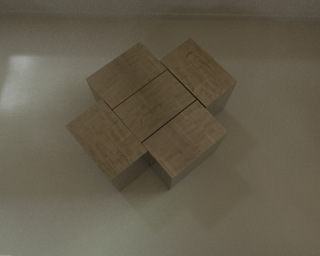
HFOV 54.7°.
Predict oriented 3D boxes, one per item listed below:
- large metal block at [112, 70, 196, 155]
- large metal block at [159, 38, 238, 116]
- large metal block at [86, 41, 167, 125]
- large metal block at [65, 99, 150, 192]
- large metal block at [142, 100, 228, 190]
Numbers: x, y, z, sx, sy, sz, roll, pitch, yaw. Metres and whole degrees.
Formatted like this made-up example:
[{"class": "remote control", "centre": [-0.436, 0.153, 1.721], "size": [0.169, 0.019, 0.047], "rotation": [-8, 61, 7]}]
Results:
[{"class": "large metal block", "centre": [-0.006, -0.013, 0.384], "size": [0.080, 0.080, 0.050], "rotation": [-38, 75, -13]}, {"class": "large metal block", "centre": [0.044, -0.054, 0.400], "size": [0.050, 0.080, 0.080], "rotation": [-39, 75, -13]}, {"class": "large metal block", "centre": [-0.039, -0.049, 0.397], "size": [0.080, 0.080, 0.050], "rotation": [-38, 75, -13]}, {"class": "large metal block", "centre": [-0.058, 0.024, 0.370], "size": [0.050, 0.080, 0.080], "rotation": [-39, 75, -13]}, {"class": "large metal block", "centre": [0.027, 0.024, 0.372], "size": [0.080, 0.080, 0.050], "rotation": [-38, 75, -13]}]
